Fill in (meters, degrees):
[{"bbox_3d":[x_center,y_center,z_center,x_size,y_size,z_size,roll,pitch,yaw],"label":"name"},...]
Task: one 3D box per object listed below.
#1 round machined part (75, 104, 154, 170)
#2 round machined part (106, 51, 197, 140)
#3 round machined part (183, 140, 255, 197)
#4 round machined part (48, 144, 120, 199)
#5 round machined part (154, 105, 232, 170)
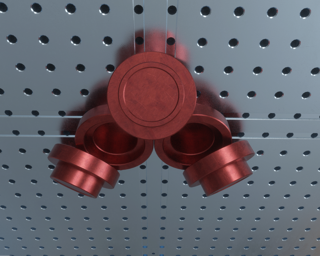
[{"bbox_3d":[-0.057,0.007,0.405,0.099,0.042,0.097,-1,130,0],"label":"round machined part"},{"bbox_3d":[-0.009,-0.035,0.337,0.099,0.042,0.097,0,92,-1],"label":"round machined part"},{"bbox_3d":[0.084,0.058,0.416,0.099,0.042,0.098,-24,162,-8],"label":"round machined part"},{"bbox_3d":[-0.108,0.063,0.422,0.098,0.042,0.098,20,158,9],"label":"round machined part"},{"bbox_3d":[0.042,0.008,0.408,0.099,0.042,0.097,-1,130,0],"label":"round machined part"}]
